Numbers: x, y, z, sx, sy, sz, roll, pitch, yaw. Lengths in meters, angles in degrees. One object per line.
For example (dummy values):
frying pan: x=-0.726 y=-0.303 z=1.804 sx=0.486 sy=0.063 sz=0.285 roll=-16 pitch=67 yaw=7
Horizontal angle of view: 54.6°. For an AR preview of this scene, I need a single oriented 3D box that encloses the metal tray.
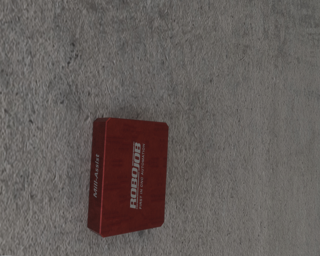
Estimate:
metal tray: x=-0.036 y=0.055 z=0.371 sx=0.091 sy=0.030 sz=0.129 roll=5 pitch=87 yaw=-40
